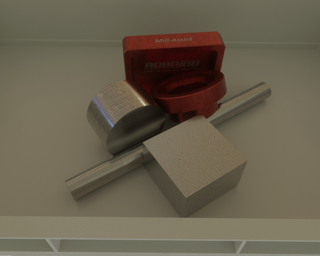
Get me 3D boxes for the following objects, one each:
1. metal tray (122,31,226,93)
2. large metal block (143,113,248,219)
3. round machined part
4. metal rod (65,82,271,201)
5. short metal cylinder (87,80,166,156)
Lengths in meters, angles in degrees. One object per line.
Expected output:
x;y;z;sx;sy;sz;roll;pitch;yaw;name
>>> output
0.017;-0.084;0.430;0.131;0.089;0.030;-5;51;-5;metal tray
0.037;0.041;0.351;0.081;0.050;0.080;-26;55;-21;large metal block
0.039;-0.040;0.408;0.098;0.042;0.098;-13;24;6;round machined part
0.026;0.007;0.397;0.302;0.025;0.025;-26;55;-21;metal rod
-0.041;-0.011;0.376;0.081;0.080;0.050;-27;55;-21;short metal cylinder
